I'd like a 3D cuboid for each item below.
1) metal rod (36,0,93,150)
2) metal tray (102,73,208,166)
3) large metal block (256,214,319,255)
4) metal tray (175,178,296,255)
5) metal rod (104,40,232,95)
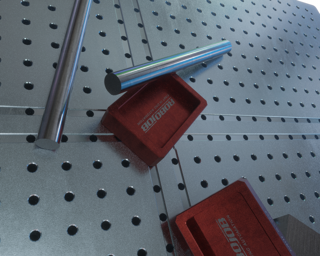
[{"bbox_3d":[-0.116,-0.109,0.412,0.025,0.025,0.299,15,55,-20],"label":"metal rod"},{"bbox_3d":[-0.003,-0.022,0.418,0.090,0.030,0.131,42,51,0],"label":"metal tray"},{"bbox_3d":[0.168,0.167,0.383,0.080,0.050,0.080,34,51,-7],"label":"large metal block"},{"bbox_3d":[0.087,0.132,0.335,0.130,0.090,0.030,59,16,14],"label":"metal tray"},{"bbox_3d":[0.034,-0.098,0.453,0.025,0.025,0.302,51,41,7],"label":"metal rod"}]
